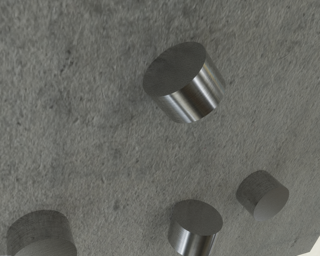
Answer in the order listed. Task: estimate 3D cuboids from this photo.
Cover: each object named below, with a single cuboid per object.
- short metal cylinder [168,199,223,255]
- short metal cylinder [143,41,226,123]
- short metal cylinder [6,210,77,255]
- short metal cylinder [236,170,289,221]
[{"bbox_3d":[0.057,0.163,0.505,0.081,0.080,0.050,-3,120,-27],"label":"short metal cylinder"},{"bbox_3d":[0.028,-0.052,0.356,0.080,0.080,0.050,-43,130,1],"label":"short metal cylinder"},{"bbox_3d":[-0.154,0.154,0.403,0.081,0.050,0.079,-14,125,-21],"label":"short metal cylinder"},{"bbox_3d":[0.190,0.126,0.576,0.081,0.050,0.079,-14,125,-21],"label":"short metal cylinder"}]
